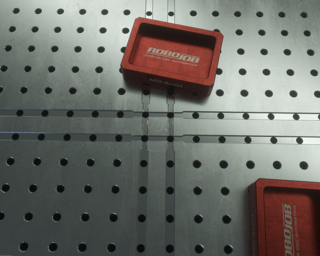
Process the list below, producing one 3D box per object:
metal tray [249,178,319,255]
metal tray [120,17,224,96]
[{"bbox_3d":[0.155,0.128,0.363,0.090,0.030,0.130,4,70,1],"label":"metal tray"},{"bbox_3d":[0.018,-0.104,0.447,0.131,0.030,0.090,12,70,4],"label":"metal tray"}]
